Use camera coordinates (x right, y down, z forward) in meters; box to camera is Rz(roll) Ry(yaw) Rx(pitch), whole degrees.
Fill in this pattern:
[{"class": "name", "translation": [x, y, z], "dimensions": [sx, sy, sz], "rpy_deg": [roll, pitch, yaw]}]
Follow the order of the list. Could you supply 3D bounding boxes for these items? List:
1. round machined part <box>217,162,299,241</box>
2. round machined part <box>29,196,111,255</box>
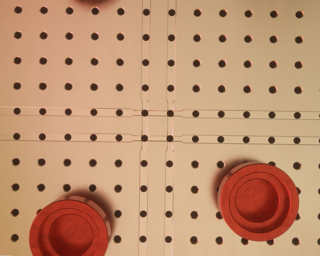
[{"class": "round machined part", "translation": [0.124, 0.092, 0.406], "dimensions": [0.099, 0.042, 0.097], "rpy_deg": [0, 90, 0]}, {"class": "round machined part", "translation": [-0.113, 0.137, 0.404], "dimensions": [0.099, 0.042, 0.097], "rpy_deg": [0, 90, 0]}]
